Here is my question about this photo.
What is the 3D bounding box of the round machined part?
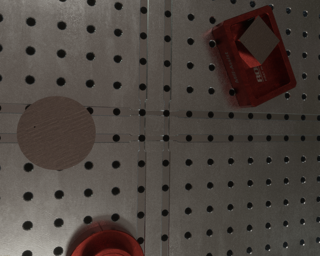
[{"bbox_3d":[-0.065,0.174,0.381,0.099,0.042,0.097,0,90,-21],"label":"round machined part"}]

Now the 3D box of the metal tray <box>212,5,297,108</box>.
[{"bbox_3d":[0.143,-0.106,0.464,0.091,0.030,0.129,-25,99,-19],"label":"metal tray"}]

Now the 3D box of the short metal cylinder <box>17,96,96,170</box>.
[{"bbox_3d":[-0.118,0.005,0.356,0.081,0.050,0.079,0,90,-21],"label":"short metal cylinder"}]

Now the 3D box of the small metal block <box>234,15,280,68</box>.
[{"bbox_3d":[0.138,-0.125,0.451,0.050,0.025,0.050,43,77,-16],"label":"small metal block"}]
